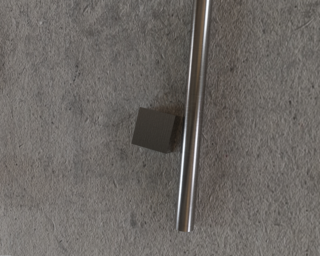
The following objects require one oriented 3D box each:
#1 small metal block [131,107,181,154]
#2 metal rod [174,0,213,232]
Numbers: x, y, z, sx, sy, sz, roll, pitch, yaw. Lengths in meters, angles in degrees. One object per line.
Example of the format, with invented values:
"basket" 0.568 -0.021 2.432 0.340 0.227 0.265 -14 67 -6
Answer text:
"small metal block" -0.005 0.003 0.410 0.050 0.025 0.050 15 95 19
"metal rod" 0.043 -0.020 0.393 0.025 0.025 0.298 5 92 19
